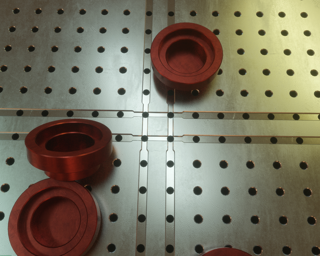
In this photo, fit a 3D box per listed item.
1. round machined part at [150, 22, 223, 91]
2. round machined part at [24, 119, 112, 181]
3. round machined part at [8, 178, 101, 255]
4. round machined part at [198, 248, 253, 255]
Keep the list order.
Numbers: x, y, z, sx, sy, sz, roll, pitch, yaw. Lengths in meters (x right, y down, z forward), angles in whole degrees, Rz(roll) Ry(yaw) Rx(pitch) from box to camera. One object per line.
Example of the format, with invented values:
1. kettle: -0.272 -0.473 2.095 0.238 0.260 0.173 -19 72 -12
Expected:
1. round machined part: 0.036 -0.096 0.438 0.099 0.042 0.098 0 70 0
2. round machined part: -0.107 0.028 0.374 0.099 0.042 0.098 3 26 -1
3. round machined part: -0.118 0.110 0.362 0.099 0.042 0.098 0 70 0
4. round machined part: 0.072 0.182 0.337 0.099 0.042 0.098 0 70 0
